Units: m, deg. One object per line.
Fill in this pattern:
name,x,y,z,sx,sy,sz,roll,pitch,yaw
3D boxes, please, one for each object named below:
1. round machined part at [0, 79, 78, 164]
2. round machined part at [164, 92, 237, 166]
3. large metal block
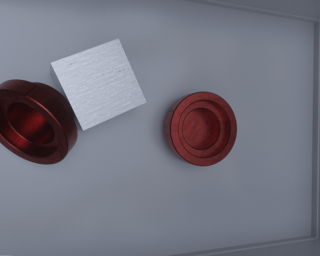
round machined part,-0.133,-0.010,0.333,0.098,0.098,0.042,43,40,-16
round machined part,0.051,0.001,0.422,0.099,0.042,0.097,0,90,-21
large metal block,-0.075,-0.050,0.370,0.081,0.050,0.080,-26,99,-19
